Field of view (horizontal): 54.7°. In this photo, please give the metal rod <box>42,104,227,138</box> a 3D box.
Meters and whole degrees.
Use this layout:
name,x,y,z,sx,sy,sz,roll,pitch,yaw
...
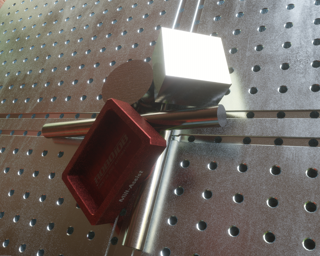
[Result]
name,x,y,z,sx,sy,sz,roll,pitch,yaw
metal rod,-0.057,-0.004,0.420,0.300,0.025,0.025,-4,60,34

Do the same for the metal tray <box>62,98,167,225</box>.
name,x,y,z,sx,sy,sz,roll,pitch,yaw
metal tray,-0.061,0.041,0.379,0.090,0.030,0.129,44,108,33

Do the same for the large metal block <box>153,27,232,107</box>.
name,x,y,z,sx,sy,sz,roll,pitch,yaw
large metal block,0.037,-0.075,0.394,0.081,0.050,0.080,6,56,-15

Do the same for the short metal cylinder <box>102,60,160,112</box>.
name,x,y,z,sx,sy,sz,roll,pitch,yaw
short metal cylinder,-0.035,-0.050,0.440,0.080,0.050,0.080,-13,56,21

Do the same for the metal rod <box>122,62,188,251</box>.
name,x,y,z,sx,sy,sz,roll,pitch,yaw
metal rod,0.005,0.001,0.405,0.025,0.025,0.300,1,62,29
